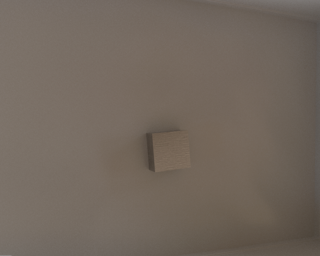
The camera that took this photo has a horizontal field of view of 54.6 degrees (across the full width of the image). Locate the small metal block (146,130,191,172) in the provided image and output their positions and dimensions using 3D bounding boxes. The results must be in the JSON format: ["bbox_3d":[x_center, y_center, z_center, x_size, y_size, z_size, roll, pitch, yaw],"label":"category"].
[{"bbox_3d":[0.011,0.030,0.414,0.050,0.025,0.050,-5,92,-20],"label":"small metal block"}]
